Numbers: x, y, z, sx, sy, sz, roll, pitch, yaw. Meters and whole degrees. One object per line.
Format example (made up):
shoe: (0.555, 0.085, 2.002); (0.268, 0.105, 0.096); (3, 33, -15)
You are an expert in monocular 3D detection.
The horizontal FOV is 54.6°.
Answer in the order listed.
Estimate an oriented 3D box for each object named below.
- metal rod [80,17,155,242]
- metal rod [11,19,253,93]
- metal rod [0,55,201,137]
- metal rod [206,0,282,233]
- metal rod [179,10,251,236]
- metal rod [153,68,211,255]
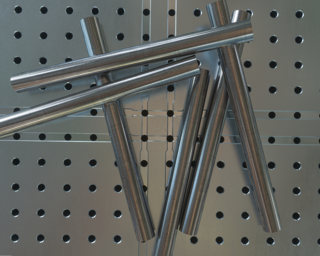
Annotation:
metal rod: (-0.056, 0.002, 0.412); (0.025, 0.025, 0.299); (-15, 90, 0)
metal rod: (-0.042, -0.085, 0.379); (0.301, 0.025, 0.025); (-10, 90, 11)
metal rod: (-0.098, -0.034, 0.391); (0.301, 0.025, 0.025); (-16, 90, 8)
metal rod: (0.109, -0.009, 0.395); (0.025, 0.025, 0.299); (-16, 97, 0)
metal rod: (0.073, -0.007, 0.413); (0.025, 0.025, 0.299); (14, 90, 0)
metal rod: (0.025, 0.069, 0.413); (0.025, 0.025, 0.299); (12, 90, 0)
